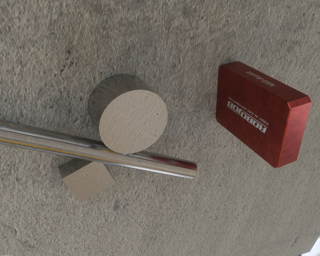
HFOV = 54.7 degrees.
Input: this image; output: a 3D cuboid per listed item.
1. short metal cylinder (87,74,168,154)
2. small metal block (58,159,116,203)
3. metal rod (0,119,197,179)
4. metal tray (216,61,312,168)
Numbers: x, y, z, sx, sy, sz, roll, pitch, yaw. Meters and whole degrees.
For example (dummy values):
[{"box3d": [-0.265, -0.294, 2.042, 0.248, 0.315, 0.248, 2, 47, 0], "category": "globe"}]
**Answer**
[{"box3d": [-0.038, -0.017, 0.361, 0.081, 0.050, 0.079, -14, 124, -21], "category": "short metal cylinder"}, {"box3d": [-0.092, 0.060, 0.395, 0.050, 0.025, 0.050, -30, 129, -10], "category": "small metal block"}, {"box3d": [-0.085, 0.024, 0.355, 0.302, 0.025, 0.025, 15, 111, -28], "category": "metal rod"}, {"box3d": [0.122, -0.022, 0.394, 0.030, 0.130, 0.089, -16, 125, -20], "category": "metal tray"}]
